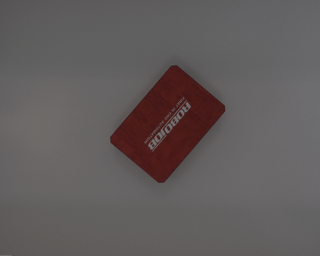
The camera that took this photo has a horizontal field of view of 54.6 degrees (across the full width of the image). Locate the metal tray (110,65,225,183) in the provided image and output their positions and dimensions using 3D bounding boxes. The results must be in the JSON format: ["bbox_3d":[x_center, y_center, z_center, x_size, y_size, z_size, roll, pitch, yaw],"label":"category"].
[{"bbox_3d":[0.010,-0.005,0.409,0.090,0.030,0.130,40,90,0],"label":"metal tray"}]
